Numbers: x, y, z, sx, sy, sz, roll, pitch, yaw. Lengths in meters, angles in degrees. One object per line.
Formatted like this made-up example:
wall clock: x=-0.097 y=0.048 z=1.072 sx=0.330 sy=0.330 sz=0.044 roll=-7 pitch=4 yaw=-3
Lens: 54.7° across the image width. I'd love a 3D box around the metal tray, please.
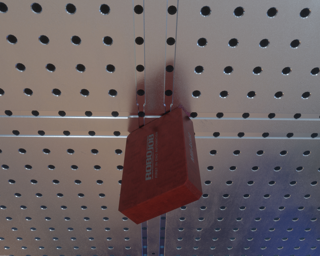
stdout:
metal tray: x=-0.001 y=0.041 z=0.378 sx=0.090 sy=0.130 sz=0.030 roll=-28 pitch=125 yaw=21
